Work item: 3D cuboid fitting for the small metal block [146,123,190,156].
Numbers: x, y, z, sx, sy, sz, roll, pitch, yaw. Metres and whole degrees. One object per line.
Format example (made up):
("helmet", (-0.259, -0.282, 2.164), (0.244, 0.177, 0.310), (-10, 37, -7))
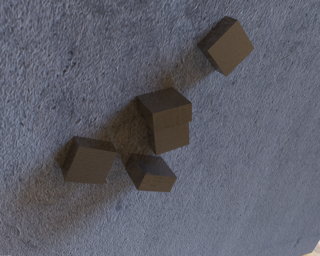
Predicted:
("small metal block", (0.011, 0.003, 0.414), (0.050, 0.025, 0.050), (-18, 126, -18))

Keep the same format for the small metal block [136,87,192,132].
("small metal block", (0.005, -0.024, 0.378), (0.050, 0.050, 0.025), (-16, 125, -19))

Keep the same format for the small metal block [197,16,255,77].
("small metal block", (0.083, -0.102, 0.389), (0.050, 0.025, 0.050), (-46, 129, 3))

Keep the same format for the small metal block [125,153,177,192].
("small metal block", (-0.013, 0.061, 0.421), (0.050, 0.050, 0.025), (11, 113, -33))

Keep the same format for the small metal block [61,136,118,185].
("small metal block", (-0.088, 0.041, 0.384), (0.050, 0.025, 0.050), (13, 111, -34))
